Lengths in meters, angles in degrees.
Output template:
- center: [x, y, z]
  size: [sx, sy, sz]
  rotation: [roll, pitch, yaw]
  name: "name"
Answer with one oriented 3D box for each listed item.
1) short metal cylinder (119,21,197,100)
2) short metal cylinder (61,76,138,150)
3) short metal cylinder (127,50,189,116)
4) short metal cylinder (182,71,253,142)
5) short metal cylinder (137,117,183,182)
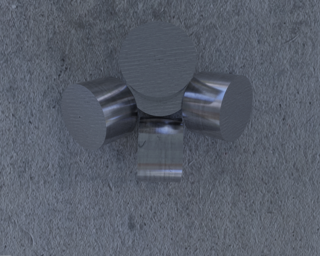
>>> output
- center: [-0.002, -0.072, 0.348]
  size: [0.081, 0.050, 0.079]
  rotation: [0, 90, -1]
  name: "short metal cylinder"
- center: [-0.074, -0.019, 0.378]
  size: [0.080, 0.050, 0.079]
  rotation: [17, 118, 35]
  name: "short metal cylinder"
- center: [0.000, -0.054, 0.399]
  size: [0.081, 0.050, 0.079]
  rotation: [0, 90, -1]
  name: "short metal cylinder"
- center: [0.072, -0.027, 0.379]
  size: [0.050, 0.080, 0.080]
  rotation: [15, 90, 38]
  name: "short metal cylinder"
- center: [0.000, 0.026, 0.383]
  size: [0.050, 0.080, 0.079]
  rotation: [2, 90, 0]
  name: "short metal cylinder"
